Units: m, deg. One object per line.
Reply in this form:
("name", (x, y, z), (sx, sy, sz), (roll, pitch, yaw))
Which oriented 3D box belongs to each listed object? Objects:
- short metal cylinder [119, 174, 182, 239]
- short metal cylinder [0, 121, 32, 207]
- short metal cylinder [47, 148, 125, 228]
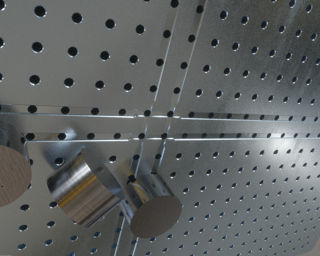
("short metal cylinder", (-0.015, 0.115, 0.458), (0.081, 0.050, 0.079), (-14, 124, -21))
("short metal cylinder", (-0.179, 0.038, 0.321), (0.081, 0.050, 0.079), (-14, 124, -21))
("short metal cylinder", (-0.087, 0.071, 0.372), (0.050, 0.080, 0.080), (-40, 130, -1))
